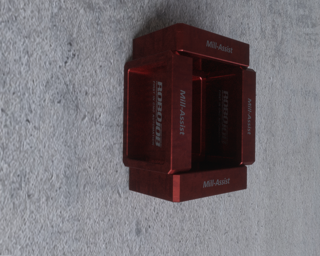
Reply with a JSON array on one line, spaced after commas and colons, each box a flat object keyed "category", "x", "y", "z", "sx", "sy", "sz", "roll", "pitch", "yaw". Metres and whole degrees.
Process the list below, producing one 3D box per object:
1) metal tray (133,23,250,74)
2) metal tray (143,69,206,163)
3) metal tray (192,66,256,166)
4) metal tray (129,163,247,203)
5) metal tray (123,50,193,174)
[{"category": "metal tray", "x": 0.042, "y": -0.096, "z": 0.400, "sx": 0.131, "sy": 0.090, "sz": 0.030, "roll": 1, "pitch": 90, "yaw": -40}, {"category": "metal tray", "x": 0.021, "y": -0.017, "z": 0.423, "sx": 0.091, "sy": 0.030, "sz": 0.129, "roll": 1, "pitch": 89, "yaw": -40}, {"category": "metal tray", "x": 0.088, "y": -0.015, "z": 0.439, "sx": 0.030, "sy": 0.090, "sz": 0.129, "roll": 1, "pitch": 89, "yaw": -40}, {"category": "metal tray", "x": 0.038, "y": 0.064, "z": 0.397, "sx": 0.131, "sy": 0.090, "sz": 0.030, "roll": 1, "pitch": 90, "yaw": -40}, {"category": "metal tray", "x": -0.005, "y": -0.017, "z": 0.360, "sx": 0.030, "sy": 0.090, "sz": 0.129, "roll": 1, "pitch": 89, "yaw": -40}]
